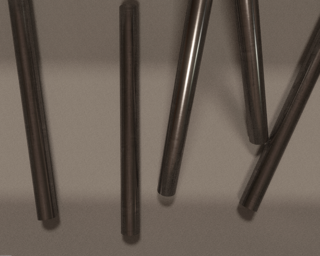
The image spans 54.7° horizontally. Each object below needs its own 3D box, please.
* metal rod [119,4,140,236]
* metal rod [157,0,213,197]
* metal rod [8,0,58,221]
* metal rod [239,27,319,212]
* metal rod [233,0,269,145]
[{"bbox_3d":[-0.040,-0.011,0.410,0.025,0.025,0.298,0,90,-1],"label":"metal rod"},{"bbox_3d":[0.029,-0.050,0.352,0.025,0.025,0.298,8,114,-1],"label":"metal rod"},{"bbox_3d":[-0.168,-0.030,0.409,0.025,0.025,0.298,-8,90,0],"label":"metal rod"},{"bbox_3d":[0.180,-0.030,0.413,0.025,0.025,0.299,25,90,-1],"label":"metal rod"},{"bbox_3d":[0.097,-0.107,0.338,0.025,0.025,0.298,-17,121,0],"label":"metal rod"}]
